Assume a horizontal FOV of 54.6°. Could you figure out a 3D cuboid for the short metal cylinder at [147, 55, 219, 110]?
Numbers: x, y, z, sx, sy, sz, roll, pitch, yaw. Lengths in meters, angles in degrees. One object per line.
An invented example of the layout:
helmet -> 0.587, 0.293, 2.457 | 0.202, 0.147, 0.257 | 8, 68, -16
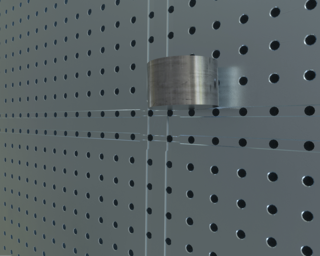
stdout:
short metal cylinder -> 0.026, -0.048, 0.353 | 0.080, 0.081, 0.050 | -2, 89, 40
